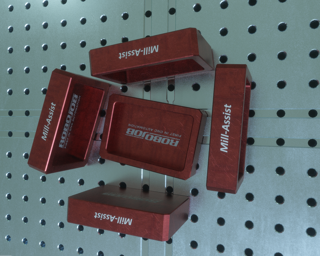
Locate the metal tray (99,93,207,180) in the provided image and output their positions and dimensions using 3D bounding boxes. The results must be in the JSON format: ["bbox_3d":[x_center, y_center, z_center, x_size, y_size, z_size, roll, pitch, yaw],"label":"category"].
[{"bbox_3d":[-0.011,0.009,0.413,0.130,0.030,0.090,12,94,19],"label":"metal tray"}]

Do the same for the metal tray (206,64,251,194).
[{"bbox_3d":[0.080,0.000,0.350,0.030,0.090,0.129,5,92,20],"label":"metal tray"}]

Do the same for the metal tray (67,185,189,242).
[{"bbox_3d":[-0.037,0.102,0.392,0.130,0.090,0.030,4,92,20],"label":"metal tray"}]

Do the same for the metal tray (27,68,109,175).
[{"bbox_3d":[-0.121,-0.008,0.421,0.030,0.090,0.129,19,96,19],"label":"metal tray"}]

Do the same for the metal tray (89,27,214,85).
[{"bbox_3d":[-0.008,-0.083,0.381,0.130,0.090,0.030,-7,88,20],"label":"metal tray"}]
